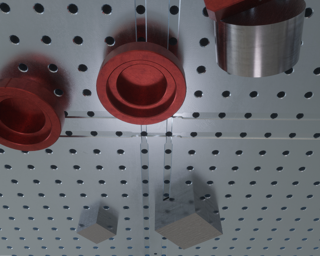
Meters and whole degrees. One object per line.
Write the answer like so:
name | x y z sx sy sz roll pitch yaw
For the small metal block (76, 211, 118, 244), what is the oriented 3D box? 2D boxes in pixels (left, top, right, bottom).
small metal block | -0.114 0.183 0.566 0.050 0.025 0.050 -31 124 23

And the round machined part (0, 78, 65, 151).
round machined part | -0.167 -0.021 0.381 0.099 0.042 0.097 0 130 0

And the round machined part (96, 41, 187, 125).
round machined part | -0.020 -0.054 0.354 0.099 0.042 0.097 0 130 0

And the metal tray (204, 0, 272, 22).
metal tray | 0.089 -0.153 0.245 0.130 0.030 0.090 -18 89 14

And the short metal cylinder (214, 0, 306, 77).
short metal cylinder | 0.093 -0.092 0.298 0.080 0.080 0.050 -7 130 6

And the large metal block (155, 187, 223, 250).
large metal block | 0.048 0.156 0.528 0.080 0.050 0.080 -32 124 24
